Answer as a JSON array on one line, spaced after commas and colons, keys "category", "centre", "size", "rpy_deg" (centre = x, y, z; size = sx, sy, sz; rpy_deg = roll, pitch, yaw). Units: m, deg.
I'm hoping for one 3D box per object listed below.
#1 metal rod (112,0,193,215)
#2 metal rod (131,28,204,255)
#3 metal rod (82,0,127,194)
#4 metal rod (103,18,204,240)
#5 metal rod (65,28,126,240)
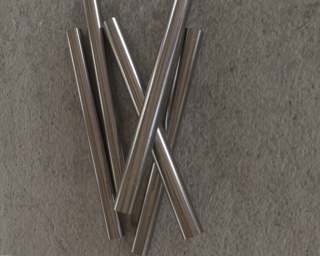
[{"category": "metal rod", "centre": [-0.002, -0.049, 0.370], "size": [0.025, 0.025, 0.299], "rpy_deg": [12, 79, 19]}, {"category": "metal rod", "centre": [0.008, 0.021, 0.405], "size": [0.025, 0.025, 0.298], "rpy_deg": [15, 95, 19]}, {"category": "metal rod", "centre": [-0.076, -0.058, 0.434], "size": [0.025, 0.025, 0.298], "rpy_deg": [-12, 86, 19]}, {"category": "metal rod", "centre": [-0.015, -0.012, 0.391], "size": [0.025, 0.025, 0.299], "rpy_deg": [-27, 73, 18]}, {"category": "metal rod", "centre": [-0.092, 0.005, 0.440], "size": [0.025, 0.025, 0.298], "rpy_deg": [-14, 85, 19]}]
